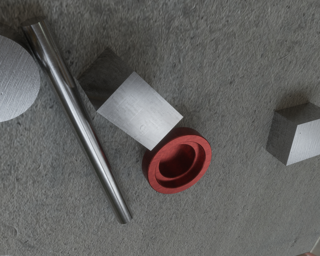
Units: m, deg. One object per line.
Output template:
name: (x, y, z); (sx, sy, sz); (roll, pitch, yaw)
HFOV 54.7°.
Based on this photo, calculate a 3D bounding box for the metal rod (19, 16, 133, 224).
metal rod: (-0.084, 0.017, 0.372); (0.025, 0.025, 0.298); (-26, 128, -13)

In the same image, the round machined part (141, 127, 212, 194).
round machined part: (0.019, 0.041, 0.434); (0.099, 0.042, 0.097); (-14, 125, -21)

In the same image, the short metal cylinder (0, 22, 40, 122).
short metal cylinder: (-0.153, -0.051, 0.276); (0.081, 0.050, 0.079); (-14, 125, -21)

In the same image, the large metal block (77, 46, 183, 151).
large metal block: (-0.033, -0.032, 0.334); (0.050, 0.080, 0.080); (-47, 130, 4)

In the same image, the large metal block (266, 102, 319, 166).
large metal block: (0.236, 0.009, 0.529); (0.081, 0.050, 0.079); (-13, 124, -21)
